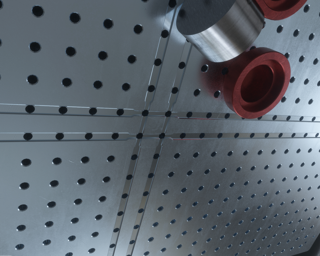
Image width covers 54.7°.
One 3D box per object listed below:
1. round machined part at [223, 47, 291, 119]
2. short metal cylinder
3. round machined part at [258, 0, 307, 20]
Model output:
[{"bbox_3d":[0.129,-0.065,0.433,0.099,0.042,0.097,-14,125,-21],"label":"round machined part"},{"bbox_3d":[0.065,-0.120,0.339,0.050,0.080,0.080,33,100,-39],"label":"short metal cylinder"},{"bbox_3d":[0.135,-0.181,0.364,0.099,0.042,0.097,-14,125,-21],"label":"round machined part"}]
